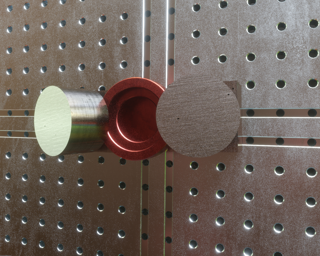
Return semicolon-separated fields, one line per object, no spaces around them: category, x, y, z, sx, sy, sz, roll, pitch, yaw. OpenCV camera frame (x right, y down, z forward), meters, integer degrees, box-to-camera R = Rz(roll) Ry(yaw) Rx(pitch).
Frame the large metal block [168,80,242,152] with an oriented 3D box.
large metal block;0.057;-0.012;0.379;0.080;0.050;0.080;-1;90;20

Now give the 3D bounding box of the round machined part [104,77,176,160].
round machined part;-0.023;-0.011;0.380;0.098;0.042;0.097;0;90;20

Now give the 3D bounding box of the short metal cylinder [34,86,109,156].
short metal cylinder;-0.106;-0.008;0.370;0.080;0.050;0.079;1;92;41

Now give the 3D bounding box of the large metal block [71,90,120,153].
large metal block;-0.085;-0.009;0.429;0.080;0.050;0.080;1;90;20

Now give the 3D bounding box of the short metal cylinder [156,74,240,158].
short metal cylinder;0.036;-0.012;0.319;0.081;0.050;0.080;0;90;0
